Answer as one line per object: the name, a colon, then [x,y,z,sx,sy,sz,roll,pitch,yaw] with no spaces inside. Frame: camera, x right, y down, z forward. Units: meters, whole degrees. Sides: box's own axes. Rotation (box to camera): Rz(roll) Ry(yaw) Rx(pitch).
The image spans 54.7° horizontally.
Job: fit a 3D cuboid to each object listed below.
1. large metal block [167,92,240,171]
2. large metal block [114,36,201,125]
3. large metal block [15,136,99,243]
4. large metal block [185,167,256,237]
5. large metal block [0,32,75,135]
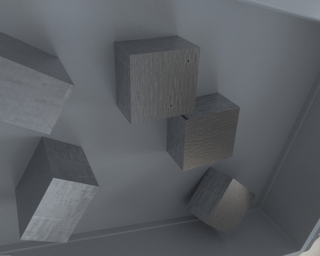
large metal block: [0.057,0.004,0.428,0.081,0.050,0.079,-14,124,-21]
large metal block: [-0.005,-0.057,0.356,0.081,0.050,0.079,-12,124,-22]
large metal block: [-0.120,0.069,0.351,0.050,0.080,0.080,21,107,-36]
large metal block: [0.102,0.122,0.514,0.080,0.050,0.080,37,82,-39]
large metal block: [-0.132,-0.045,0.273,0.080,0.080,0.050,21,107,-36]
